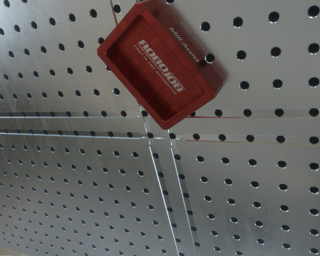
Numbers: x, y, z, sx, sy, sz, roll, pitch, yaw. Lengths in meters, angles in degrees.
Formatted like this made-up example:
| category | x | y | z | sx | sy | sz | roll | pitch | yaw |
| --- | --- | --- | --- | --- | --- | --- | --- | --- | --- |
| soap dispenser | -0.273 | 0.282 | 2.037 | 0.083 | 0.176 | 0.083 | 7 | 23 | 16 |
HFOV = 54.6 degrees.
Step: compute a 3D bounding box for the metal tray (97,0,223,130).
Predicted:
| category | x | y | z | sx | sy | sz | roll | pitch | yaw |
| --- | --- | --- | --- | --- | --- | --- | --- | --- | --- |
| metal tray | -0.002 | -0.070 | 0.365 | 0.130 | 0.030 | 0.090 | 49 | 129 | -7 |
